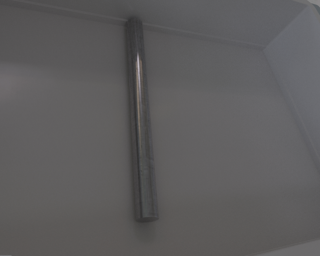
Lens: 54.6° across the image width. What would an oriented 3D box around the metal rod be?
[{"bbox_3d":[-0.027,-0.031,0.409,0.025,0.025,0.299,8,58,-24],"label":"metal rod"}]
